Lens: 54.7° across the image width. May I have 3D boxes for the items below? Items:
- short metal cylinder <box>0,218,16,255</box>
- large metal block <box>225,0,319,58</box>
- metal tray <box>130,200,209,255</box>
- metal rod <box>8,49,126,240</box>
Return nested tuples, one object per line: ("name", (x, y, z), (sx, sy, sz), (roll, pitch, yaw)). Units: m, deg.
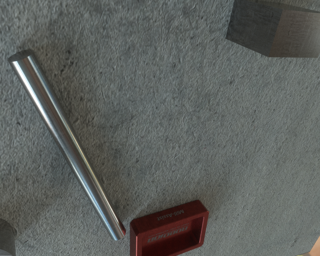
("short metal cylinder", (-0.216, 0.152, 0.367), (0.081, 0.050, 0.079), (-14, 125, -21))
("large metal block", (0.141, -0.122, 0.375), (0.081, 0.080, 0.050), (-6, 121, -26))
("metal tray", (0.016, 0.180, 0.525), (0.131, 0.030, 0.089), (-11, 123, -23))
("metal rod", (-0.098, 0.046, 0.382), (0.025, 0.025, 0.298), (-26, 128, -13))
